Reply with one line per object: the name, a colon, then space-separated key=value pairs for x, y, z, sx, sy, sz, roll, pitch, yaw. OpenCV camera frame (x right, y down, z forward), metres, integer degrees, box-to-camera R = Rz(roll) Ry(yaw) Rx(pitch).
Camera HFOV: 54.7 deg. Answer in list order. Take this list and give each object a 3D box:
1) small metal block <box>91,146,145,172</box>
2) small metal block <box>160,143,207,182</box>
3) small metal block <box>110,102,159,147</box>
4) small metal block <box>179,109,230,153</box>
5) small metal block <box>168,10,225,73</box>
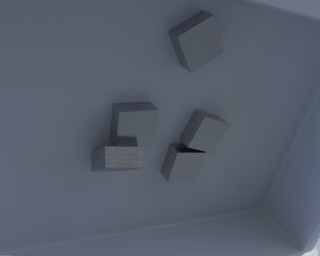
small metal block: x=-0.053 y=0.039 z=0.385 sx=0.050 sy=0.050 sz=0.025 roll=3 pitch=77 yaw=-30
small metal block: x=0.034 y=0.051 z=0.459 sx=0.050 sy=0.025 sz=0.050 roll=3 pitch=117 yaw=-30
small metal block: x=-0.033 y=-0.004 z=0.388 sx=0.050 sy=0.025 sz=0.050 roll=-5 pitch=121 yaw=-26
small metal block: x=0.064 y=0.005 z=0.447 sx=0.050 sy=0.025 sz=0.050 roll=15 pitch=110 yaw=-35
small metal block: x=0.044 y=-0.103 z=0.369 sx=0.050 sy=0.025 sz=0.050 roll=-33 pitch=129 yaw=-7
